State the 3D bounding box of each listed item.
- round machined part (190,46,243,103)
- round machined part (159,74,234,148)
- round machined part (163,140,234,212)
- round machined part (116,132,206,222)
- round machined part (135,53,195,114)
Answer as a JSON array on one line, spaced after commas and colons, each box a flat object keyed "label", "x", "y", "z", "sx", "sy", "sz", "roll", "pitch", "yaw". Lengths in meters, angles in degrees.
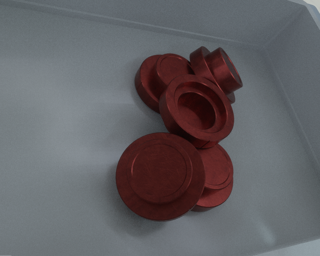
[{"label": "round machined part", "x": 0.089, "y": -0.081, "z": 0.465, "sx": 0.098, "sy": 0.042, "sz": 0.098, "roll": 44, "pitch": 29, "yaw": -32}, {"label": "round machined part", "x": 0.043, "y": -0.018, "z": 0.400, "sx": 0.099, "sy": 0.042, "sz": 0.098, "roll": 14, "pitch": 56, "yaw": -21}, {"label": "round machined part", "x": 0.053, "y": 0.052, "z": 0.391, "sx": 0.099, "sy": 0.042, "sz": 0.098, "roll": 14, "pitch": 56, "yaw": -21}, {"label": "round machined part", "x": 0.000, "y": 0.050, "z": 0.337, "sx": 0.099, "sy": 0.042, "sz": 0.098, "roll": -1, "pitch": 69, "yaw": 3}, {"label": "round machined part", "x": 0.017, "y": -0.068, "z": 0.444, "sx": 0.099, "sy": 0.042, "sz": 0.098, "roll": 14, "pitch": 56, "yaw": -21}]
